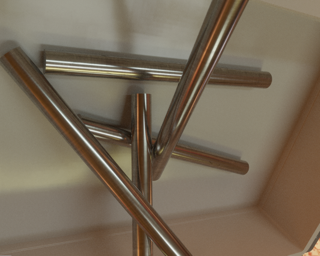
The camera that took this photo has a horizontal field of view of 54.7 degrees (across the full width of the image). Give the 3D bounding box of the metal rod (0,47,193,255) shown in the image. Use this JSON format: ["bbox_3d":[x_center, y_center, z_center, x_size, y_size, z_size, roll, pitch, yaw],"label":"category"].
[{"bbox_3d":[-0.056,0.046,0.331,0.025,0.025,0.300,-38,106,-3],"label":"metal rod"}]

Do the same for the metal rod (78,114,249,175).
[{"bbox_3d":[0.023,0.032,0.440,0.302,0.025,0.025,17,110,-35],"label":"metal rod"}]

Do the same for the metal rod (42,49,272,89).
[{"bbox_3d":[0.019,-0.067,0.377,0.303,0.025,0.025,-1,119,-28],"label":"metal rod"}]

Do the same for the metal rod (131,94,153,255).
[{"bbox_3d":[-0.021,0.109,0.376,0.025,0.025,0.298,-1,91,-28],"label":"metal rod"}]

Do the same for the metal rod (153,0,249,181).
[{"bbox_3d":[0.025,-0.027,0.312,0.025,0.025,0.298,-10,147,-23],"label":"metal rod"}]
